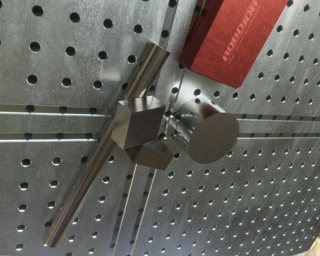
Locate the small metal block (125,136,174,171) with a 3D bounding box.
[{"bbox_3d":[-0.018,0.027,0.403,0.050,0.050,0.025,20,108,-36],"label":"small metal block"}]

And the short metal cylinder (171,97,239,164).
[{"bbox_3d":[0.062,0.003,0.433,0.081,0.050,0.079,-14,124,-21],"label":"short metal cylinder"}]

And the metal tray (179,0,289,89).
[{"bbox_3d":[0.091,-0.122,0.384,0.091,0.030,0.129,14,111,-34],"label":"metal tray"}]

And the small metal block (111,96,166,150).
[{"bbox_3d":[-0.025,-0.007,0.362,0.050,0.025,0.050,-15,133,-41],"label":"small metal block"}]

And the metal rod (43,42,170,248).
[{"bbox_3d":[-0.074,0.031,0.391,0.025,0.025,0.298,21,107,-36],"label":"metal rod"}]
